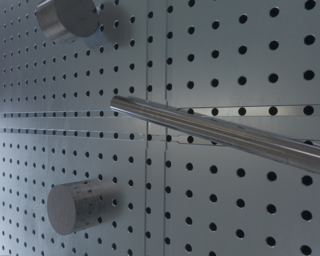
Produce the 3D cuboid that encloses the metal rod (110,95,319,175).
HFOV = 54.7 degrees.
[{"bbox_3d":[0.048,-0.001,0.369,0.300,0.025,0.025,18,101,38],"label":"metal rod"}]

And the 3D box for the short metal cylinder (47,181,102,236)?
[{"bbox_3d":[-0.141,0.130,0.510,0.080,0.050,0.079,0,90,40],"label":"short metal cylinder"}]

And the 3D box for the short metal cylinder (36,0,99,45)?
[{"bbox_3d":[-0.146,-0.178,0.494,0.050,0.081,0.080,-6,86,40],"label":"short metal cylinder"}]
